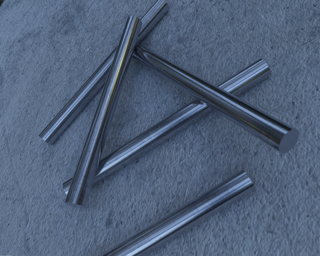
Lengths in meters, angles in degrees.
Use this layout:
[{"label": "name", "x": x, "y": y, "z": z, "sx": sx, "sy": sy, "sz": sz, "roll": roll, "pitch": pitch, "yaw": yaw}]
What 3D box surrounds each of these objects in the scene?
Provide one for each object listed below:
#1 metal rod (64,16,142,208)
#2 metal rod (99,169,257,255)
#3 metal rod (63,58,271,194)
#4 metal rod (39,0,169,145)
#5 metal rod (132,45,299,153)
[{"label": "metal rod", "x": -0.071, "y": -0.039, "z": 0.432, "sx": 0.025, "sy": 0.025, "sz": 0.300, "roll": -2, "pitch": 60, "yaw": 27}, {"label": "metal rod", "x": -0.032, "y": 0.134, "z": 0.338, "sx": 0.300, "sy": 0.025, "sz": 0.025, "roll": -33, "pitch": 52, "yaw": 6}, {"label": "metal rod", "x": 0.004, "y": 0.004, "z": 0.399, "sx": 0.300, "sy": 0.025, "sz": 0.025, "roll": -32, "pitch": 52, "yaw": 7}, {"label": "metal rod", "x": -0.087, "y": -0.096, "z": 0.508, "sx": 0.025, "sy": 0.025, "sz": 0.300, "roll": 32, "pitch": 79, "yaw": 38}, {"label": "metal rod", "x": 0.040, "y": -0.055, "z": 0.387, "sx": 0.025, "sy": 0.025, "sz": 0.300, "roll": -45, "pitch": 42, "yaw": -3}]
